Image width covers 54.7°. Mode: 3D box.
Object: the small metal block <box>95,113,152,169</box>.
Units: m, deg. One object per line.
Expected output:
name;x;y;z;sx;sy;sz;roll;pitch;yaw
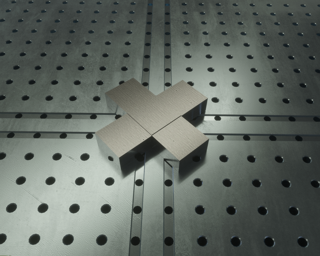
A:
small metal block;-0.046;0.016;0.394;0.050;0.025;0.050;-34;58;-26

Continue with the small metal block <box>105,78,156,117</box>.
small metal block;-0.041;-0.039;0.440;0.050;0.025;0.050;-34;58;-25

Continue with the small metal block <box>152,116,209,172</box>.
small metal block;0.025;0.019;0.392;0.050;0.025;0.050;-34;58;-25

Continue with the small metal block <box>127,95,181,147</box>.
small metal block;-0.008;-0.011;0.415;0.050;0.025;0.050;-34;58;-26

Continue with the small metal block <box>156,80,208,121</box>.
small metal block;0.030;-0.035;0.437;0.050;0.025;0.050;-34;58;-26
